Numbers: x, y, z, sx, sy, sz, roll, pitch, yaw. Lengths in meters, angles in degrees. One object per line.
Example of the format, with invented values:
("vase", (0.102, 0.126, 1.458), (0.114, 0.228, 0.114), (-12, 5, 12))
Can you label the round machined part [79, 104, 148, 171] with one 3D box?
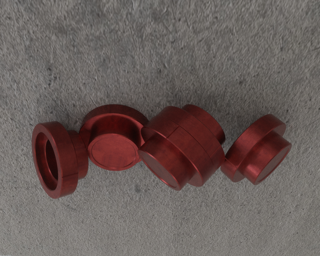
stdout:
("round machined part", (-0.059, 0.020, 0.412), (0.099, 0.042, 0.097), (0, 130, 0))

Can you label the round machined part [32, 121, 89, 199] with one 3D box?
("round machined part", (-0.128, 0.039, 0.404), (0.042, 0.098, 0.097), (-12, 141, -39))

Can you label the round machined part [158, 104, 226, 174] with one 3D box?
("round machined part", (0.041, 0.009, 0.381), (0.042, 0.098, 0.098), (-45, 128, -18))

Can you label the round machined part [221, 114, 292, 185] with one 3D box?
("round machined part", (0.126, 0.034, 0.391), (0.099, 0.042, 0.097), (-33, 149, -23))

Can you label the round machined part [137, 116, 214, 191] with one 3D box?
("round machined part", (0.012, 0.036, 0.365), (0.042, 0.098, 0.098), (-45, 128, -18))
